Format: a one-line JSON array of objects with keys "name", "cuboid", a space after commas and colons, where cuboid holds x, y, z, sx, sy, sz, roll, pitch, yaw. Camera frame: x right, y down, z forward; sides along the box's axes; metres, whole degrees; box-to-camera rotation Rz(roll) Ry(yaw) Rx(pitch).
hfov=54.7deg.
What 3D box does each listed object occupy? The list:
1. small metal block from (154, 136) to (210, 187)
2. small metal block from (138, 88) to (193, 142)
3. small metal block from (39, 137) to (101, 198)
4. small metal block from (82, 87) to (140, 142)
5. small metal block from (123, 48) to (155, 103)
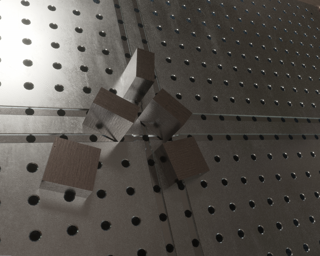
[{"name": "small metal block", "cuboid": [0.028, 0.042, 0.399, 0.050, 0.025, 0.050, -11, 68, -33]}, {"name": "small metal block", "cuboid": [0.006, -0.016, 0.406, 0.050, 0.050, 0.025, 40, 51, -2]}, {"name": "small metal block", "cuboid": [-0.095, 0.043, 0.332, 0.050, 0.025, 0.050, 18, 55, -19]}, {"name": "small metal block", "cuboid": [-0.059, -0.015, 0.370, 0.050, 0.050, 0.025, 28, 52, -12]}, {"name": "small metal block", "cuboid": [-0.029, -0.071, 0.421, 0.025, 0.050, 0.050, 13, 56, -22]}]
